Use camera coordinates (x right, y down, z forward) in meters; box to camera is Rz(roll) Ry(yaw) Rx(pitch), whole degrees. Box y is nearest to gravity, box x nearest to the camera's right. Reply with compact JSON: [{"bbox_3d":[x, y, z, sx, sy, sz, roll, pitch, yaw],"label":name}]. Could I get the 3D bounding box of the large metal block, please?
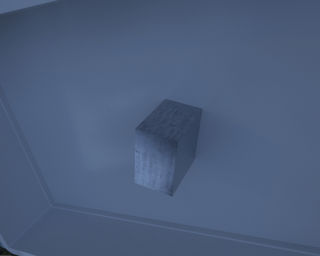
[{"bbox_3d":[0.011,0.022,0.381,0.050,0.080,0.079,17,125,19],"label":"large metal block"}]
